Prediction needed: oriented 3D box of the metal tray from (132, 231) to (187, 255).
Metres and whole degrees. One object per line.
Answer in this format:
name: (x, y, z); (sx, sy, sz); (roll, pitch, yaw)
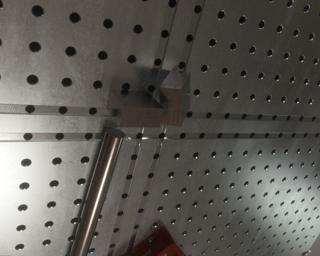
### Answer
metal tray: (-0.017, 0.253, 0.557); (0.130, 0.030, 0.090); (-35, 129, -6)

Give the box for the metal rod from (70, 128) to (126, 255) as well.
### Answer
metal rod: (-0.102, 0.137, 0.440); (0.025, 0.025, 0.298); (6, 115, -32)

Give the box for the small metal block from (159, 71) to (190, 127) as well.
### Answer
small metal block: (0.019, -0.037, 0.382); (0.025, 0.050, 0.050); (7, 125, 16)

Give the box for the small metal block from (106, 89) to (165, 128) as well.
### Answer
small metal block: (-0.030, -0.023, 0.365); (0.050, 0.050, 0.025); (1, 118, -29)
